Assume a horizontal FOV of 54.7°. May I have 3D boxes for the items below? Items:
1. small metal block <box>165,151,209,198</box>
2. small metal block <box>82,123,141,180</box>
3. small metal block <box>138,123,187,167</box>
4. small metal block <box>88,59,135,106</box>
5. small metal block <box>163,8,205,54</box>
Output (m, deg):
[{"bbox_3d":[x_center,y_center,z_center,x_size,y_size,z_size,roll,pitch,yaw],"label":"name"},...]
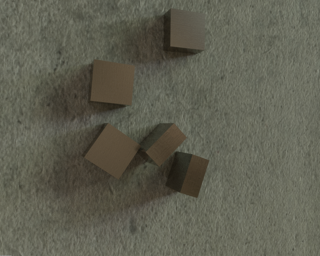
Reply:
[{"bbox_3d":[0.035,0.060,0.410,0.025,0.050,0.050,21,83,-19],"label":"small metal block"},{"bbox_3d":[-0.061,0.028,0.387,0.050,0.025,0.050,37,78,-17],"label":"small metal block"},{"bbox_3d":[0.000,0.020,0.397,0.050,0.050,0.025,-45,105,-14],"label":"small metal block"},{"bbox_3d":[-0.061,-0.055,0.387,0.050,0.025,0.050,5,88,-20],"label":"small metal block"},{"bbox_3d":[0.033,-0.131,0.422,0.050,0.025,0.050,1,90,-21],"label":"small metal block"}]
